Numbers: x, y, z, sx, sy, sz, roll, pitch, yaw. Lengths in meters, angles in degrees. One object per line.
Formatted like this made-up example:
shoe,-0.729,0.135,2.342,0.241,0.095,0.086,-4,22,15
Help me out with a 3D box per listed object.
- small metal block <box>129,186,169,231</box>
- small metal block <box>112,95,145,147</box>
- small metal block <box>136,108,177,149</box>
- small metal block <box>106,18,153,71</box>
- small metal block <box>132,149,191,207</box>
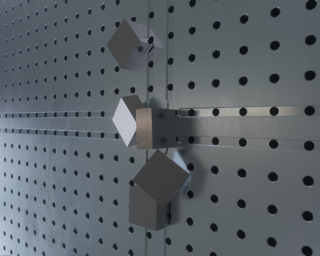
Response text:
small metal block,-0.015,0.107,0.423,0.050,0.025,0.050,2,92,40
small metal block,-0.039,-0.010,0.434,0.050,0.025,0.050,58,142,24
small metal block,-0.004,0.001,0.397,0.025,0.050,0.050,-3,88,37
small metal block,-0.045,-0.120,0.448,0.050,0.025,0.050,-47,62,30
small metal block,0.003,0.062,0.387,0.050,0.025,0.050,38,89,14
